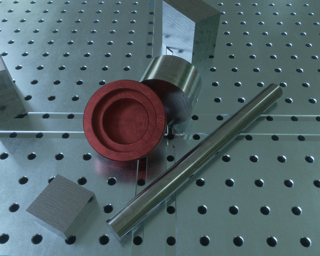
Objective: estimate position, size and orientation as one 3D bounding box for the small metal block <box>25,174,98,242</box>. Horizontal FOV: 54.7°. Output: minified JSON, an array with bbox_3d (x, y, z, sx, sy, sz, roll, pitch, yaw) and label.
[{"bbox_3d":[-0.104,0.085,0.335,0.050,0.025,0.050,23,54,18],"label":"small metal block"}]

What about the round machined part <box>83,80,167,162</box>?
[{"bbox_3d":[-0.040,-0.007,0.383,0.099,0.042,0.097,-1,83,5],"label":"round machined part"}]

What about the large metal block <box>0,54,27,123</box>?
[{"bbox_3d":[-0.231,-0.063,0.423,0.050,0.080,0.080,-24,54,-19],"label":"large metal block"}]

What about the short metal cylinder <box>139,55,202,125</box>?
[{"bbox_3d":[0.010,-0.050,0.414,0.080,0.080,0.050,15,52,12],"label":"short metal cylinder"}]

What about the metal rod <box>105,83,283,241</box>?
[{"bbox_3d":[0.060,0.026,0.385,0.302,0.025,0.025,-36,59,-27],"label":"metal rod"}]

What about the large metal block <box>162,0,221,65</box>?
[{"bbox_3d":[0.048,-0.163,0.509,0.050,0.080,0.080,-29,56,-22],"label":"large metal block"}]
